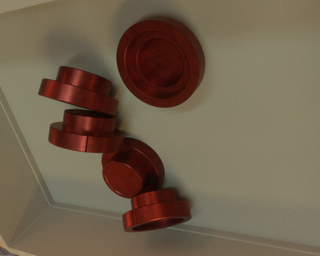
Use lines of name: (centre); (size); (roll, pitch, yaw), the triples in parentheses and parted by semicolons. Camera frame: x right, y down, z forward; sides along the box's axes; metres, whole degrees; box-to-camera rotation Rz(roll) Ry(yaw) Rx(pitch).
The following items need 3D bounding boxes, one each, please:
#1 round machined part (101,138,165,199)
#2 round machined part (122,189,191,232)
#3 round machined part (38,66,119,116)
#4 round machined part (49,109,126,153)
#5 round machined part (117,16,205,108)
round machined part: (-0.046, 0.067, 0.463); (0.098, 0.042, 0.097); (13, 124, 20)
round machined part: (-0.006, 0.120, 0.452); (0.098, 0.099, 0.042); (-33, 58, 38)
round machined part: (-0.100, -0.049, 0.397); (0.098, 0.098, 0.042); (15, 89, 19)
round machined part: (-0.095, 0.001, 0.414); (0.098, 0.098, 0.042); (12, 98, 21)
round machined part: (0.004, -0.075, 0.349); (0.098, 0.042, 0.097); (13, 124, 21)
